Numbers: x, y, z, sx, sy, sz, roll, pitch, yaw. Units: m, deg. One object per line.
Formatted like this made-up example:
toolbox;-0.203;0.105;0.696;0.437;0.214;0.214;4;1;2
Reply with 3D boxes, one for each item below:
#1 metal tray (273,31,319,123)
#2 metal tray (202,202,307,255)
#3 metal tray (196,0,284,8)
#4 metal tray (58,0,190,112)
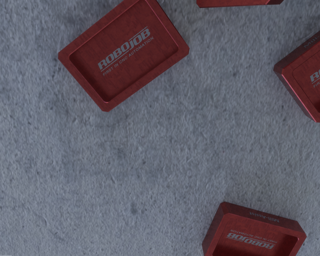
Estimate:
metal tray;0.221;-0.079;0.380;0.130;0.030;0.090;-38;106;12
metal tray;0.141;0.172;0.472;0.131;0.030;0.089;16;109;-7
metal tray;0.080;-0.190;0.308;0.030;0.090;0.129;-21;117;-40
metal tray;-0.042;-0.091;0.372;0.130;0.030;0.090;-34;107;11
